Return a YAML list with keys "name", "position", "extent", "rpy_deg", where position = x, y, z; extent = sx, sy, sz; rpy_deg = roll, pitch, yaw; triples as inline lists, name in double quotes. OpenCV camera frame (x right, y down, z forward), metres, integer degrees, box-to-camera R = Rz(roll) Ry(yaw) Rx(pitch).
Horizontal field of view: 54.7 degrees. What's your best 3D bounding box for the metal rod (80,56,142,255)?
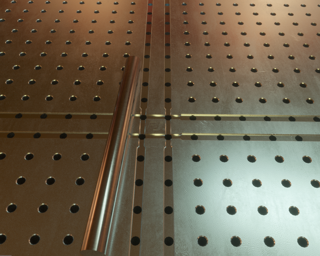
- name: "metal rod"
  position: [-0.054, 0.009, 0.399]
  extent: [0.025, 0.025, 0.300]
  rpy_deg: [4, 50, 3]
